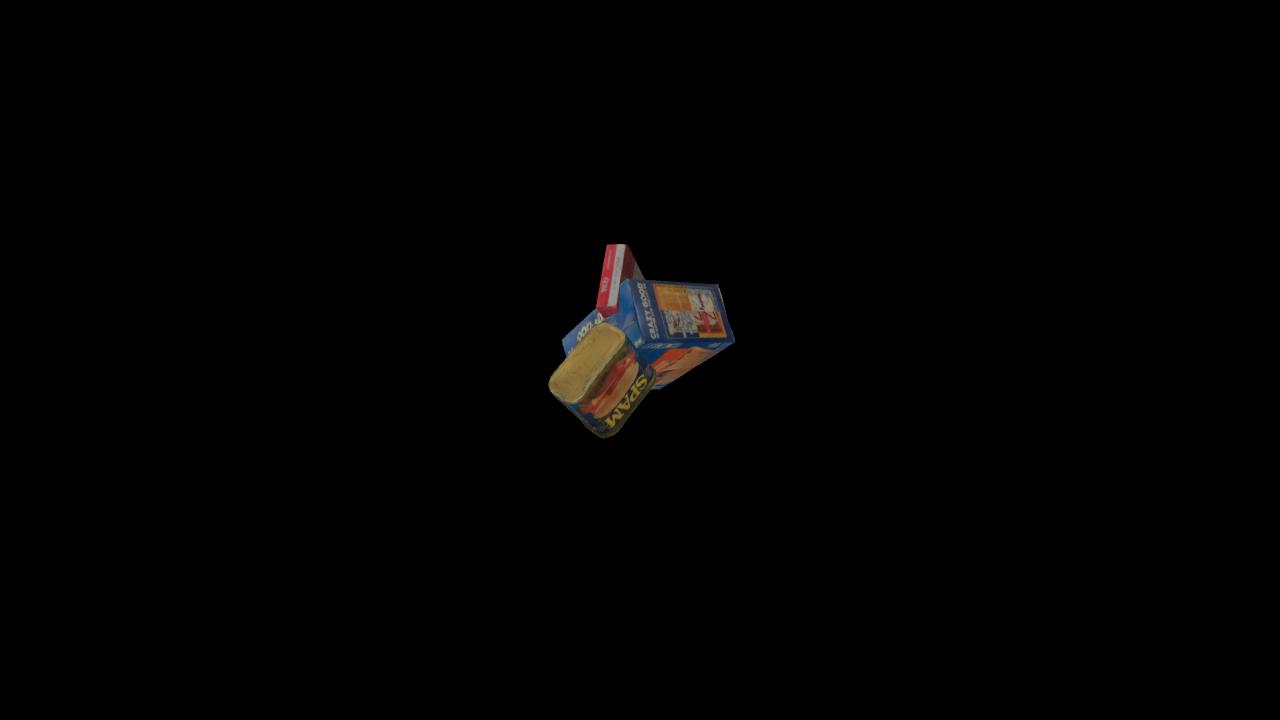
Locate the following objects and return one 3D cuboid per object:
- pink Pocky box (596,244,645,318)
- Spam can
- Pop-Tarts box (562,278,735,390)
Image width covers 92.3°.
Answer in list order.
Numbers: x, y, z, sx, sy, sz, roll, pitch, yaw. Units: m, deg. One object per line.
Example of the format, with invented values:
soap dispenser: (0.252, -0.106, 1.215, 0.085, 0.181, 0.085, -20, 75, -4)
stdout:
pink Pocky box: (-0.013, -0.069, 0.767, 0.029, 0.084, 0.155, 2, -20, 17)
Spam can: (-0.040, 0.021, 0.671, 0.058, 0.101, 0.085, 29, -15, 38)
Pop-Tarts box: (0.007, -0.024, 0.767, 0.141, 0.083, 0.167, -1, -23, -37)
